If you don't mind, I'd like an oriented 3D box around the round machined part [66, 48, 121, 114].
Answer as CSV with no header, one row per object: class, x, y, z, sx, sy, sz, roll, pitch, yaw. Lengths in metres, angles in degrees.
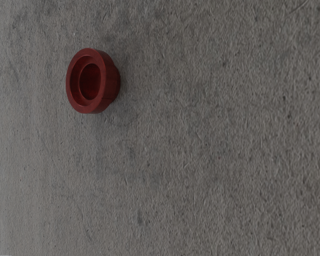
round machined part,-0.099,-0.070,0.476,0.098,0.042,0.097,0,90,40
